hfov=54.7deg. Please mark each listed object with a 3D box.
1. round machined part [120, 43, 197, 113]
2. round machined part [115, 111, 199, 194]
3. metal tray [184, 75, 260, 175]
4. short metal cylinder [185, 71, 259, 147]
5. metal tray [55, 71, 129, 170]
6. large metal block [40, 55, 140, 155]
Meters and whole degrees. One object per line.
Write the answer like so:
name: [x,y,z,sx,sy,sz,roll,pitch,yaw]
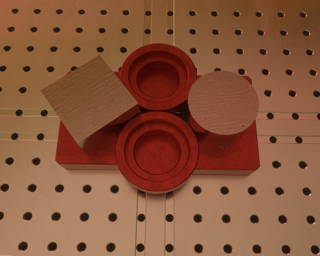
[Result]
round machined part: [-0.002,-0.061,0.415,0.099,0.042,0.098,0,70,0]
round machined part: [-0.003,0.032,0.381,0.099,0.042,0.098,0,70,0]
metal tray: [0.077,-0.006,0.409,0.091,0.030,0.130,1,70,0]
short metal cylinder: [0.072,-0.022,0.374,0.081,0.050,0.080,0,70,0]
metal tray: [-0.082,-0.012,0.412,0.091,0.030,0.130,1,70,-1]
large metal block: [-0.081,-0.027,0.376,0.080,0.050,0.080,-35,74,-12]
